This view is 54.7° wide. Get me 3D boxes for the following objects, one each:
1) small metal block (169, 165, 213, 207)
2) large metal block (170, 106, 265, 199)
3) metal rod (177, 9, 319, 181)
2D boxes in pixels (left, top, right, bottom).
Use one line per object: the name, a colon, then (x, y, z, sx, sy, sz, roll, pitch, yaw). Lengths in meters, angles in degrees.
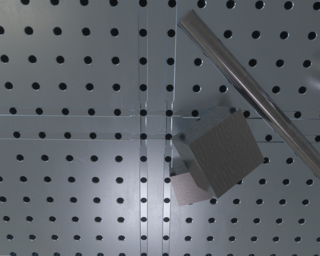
small metal block: (0.044, 0.079, 0.443, 0.050, 0.025, 0.050, -15, 110, 5)
large metal block: (0.074, 0.028, 0.395, 0.080, 0.050, 0.080, -35, 109, -15)
metal rod: (0.134, -0.031, 0.403, 0.025, 0.025, 0.300, -43, 105, 14)
